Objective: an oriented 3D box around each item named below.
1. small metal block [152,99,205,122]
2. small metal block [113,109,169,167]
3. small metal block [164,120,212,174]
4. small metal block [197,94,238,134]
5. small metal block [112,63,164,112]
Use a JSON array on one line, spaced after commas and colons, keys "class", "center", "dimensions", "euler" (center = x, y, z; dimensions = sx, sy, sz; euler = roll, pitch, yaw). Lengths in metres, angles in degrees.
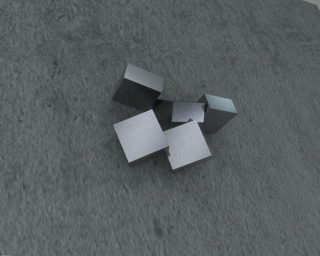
[{"class": "small metal block", "center": [0.024, -0.024, 0.412], "dimensions": [0.050, 0.050, 0.025], "euler": [0, 99, -32]}, {"class": "small metal block", "center": [-0.022, 0.012, 0.373], "dimensions": [0.050, 0.025, 0.050], "euler": [-22, 72, -8]}, {"class": "small metal block", "center": [0.032, 0.024, 0.393], "dimensions": [0.050, 0.025, 0.050], "euler": [-20, 70, -2]}, {"class": "small metal block", "center": [0.070, -0.019, 0.434], "dimensions": [0.050, 0.050, 0.025], "euler": [8, 51, -33]}, {"class": "small metal block", "center": [-0.029, -0.051, 0.404], "dimensions": [0.050, 0.050, 0.025], "euler": [20, 54, -17]}]
